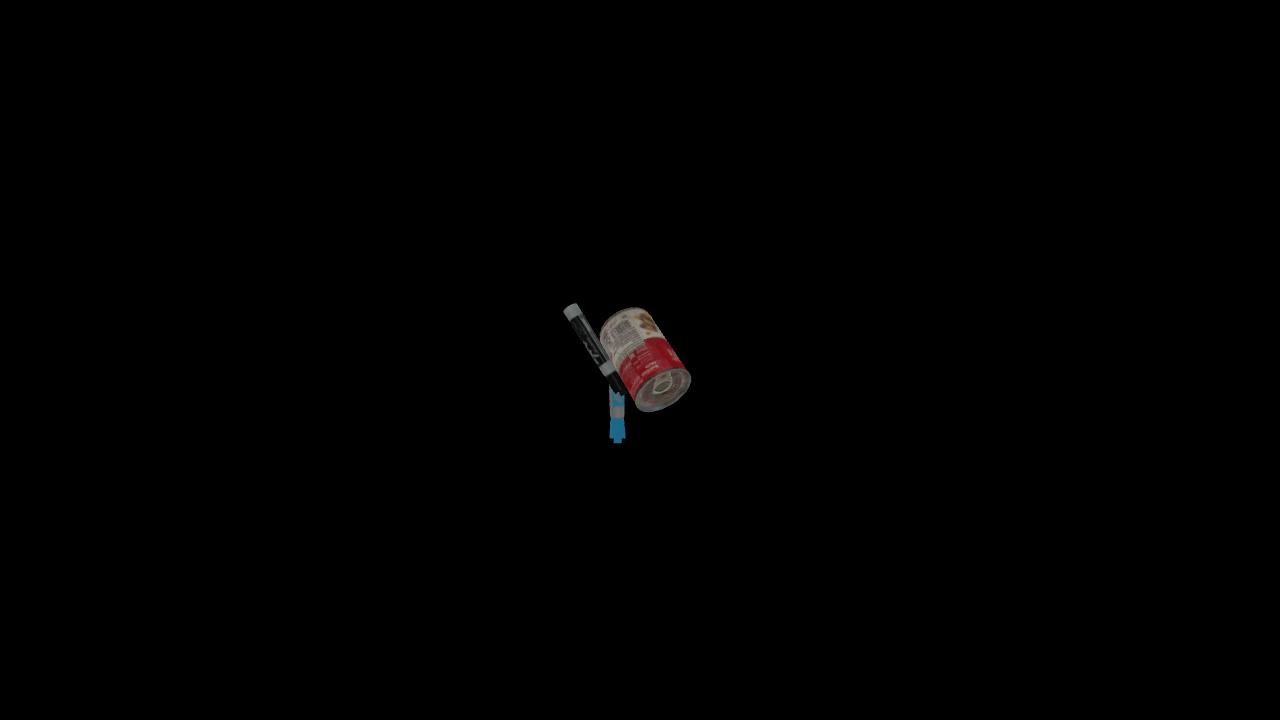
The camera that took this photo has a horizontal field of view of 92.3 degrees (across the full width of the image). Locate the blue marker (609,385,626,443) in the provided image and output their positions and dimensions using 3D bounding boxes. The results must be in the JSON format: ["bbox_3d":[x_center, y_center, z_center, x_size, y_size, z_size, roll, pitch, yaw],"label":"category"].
[{"bbox_3d":[-0.027,0.035,0.709,0.020,0.121,0.020,-1,-7,0],"label":"blue marker"}]

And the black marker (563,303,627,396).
[{"bbox_3d":[-0.050,-0.011,0.711,0.020,0.121,0.020,-32,-7,-4],"label":"black marker"}]

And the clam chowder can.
[{"bbox_3d":[0.004,-0.002,0.685,0.068,0.102,0.068,-21,-35,-16],"label":"clam chowder can"}]
